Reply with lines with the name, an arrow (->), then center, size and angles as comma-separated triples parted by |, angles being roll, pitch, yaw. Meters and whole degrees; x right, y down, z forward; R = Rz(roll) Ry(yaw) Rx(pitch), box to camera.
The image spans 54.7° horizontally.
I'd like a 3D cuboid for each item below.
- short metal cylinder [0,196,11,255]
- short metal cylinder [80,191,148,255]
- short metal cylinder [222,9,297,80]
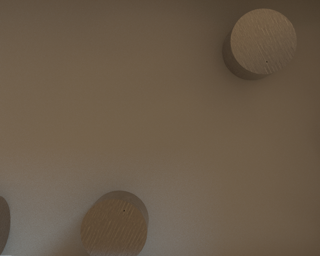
short metal cylinder -> -0.229, 0.125, 0.382 | 0.050, 0.080, 0.080 | -1, 90, 0
short metal cylinder -> -0.056, 0.125, 0.398 | 0.081, 0.050, 0.080 | 0, 90, 0
short metal cylinder -> 0.126, -0.105, 0.400 | 0.081, 0.050, 0.080 | 0, 90, 0
